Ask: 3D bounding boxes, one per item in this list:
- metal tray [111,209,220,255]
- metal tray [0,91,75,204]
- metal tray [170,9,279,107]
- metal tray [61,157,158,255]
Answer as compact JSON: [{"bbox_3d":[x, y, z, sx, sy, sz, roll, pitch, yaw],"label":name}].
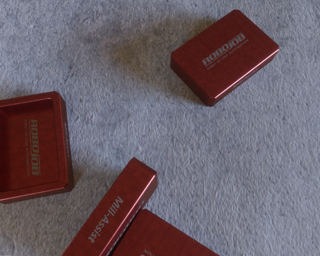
[{"bbox_3d":[0.011,0.163,0.346,0.130,0.030,0.090,30,72,10],"label":"metal tray"},{"bbox_3d":[-0.164,0.023,0.395,0.091,0.030,0.129,-10,70,-4],"label":"metal tray"},{"bbox_3d":[0.091,-0.102,0.444,0.131,0.030,0.090,-37,75,-13],"label":"metal tray"},{"bbox_3d":[-0.051,0.101,0.335,0.030,0.090,0.130,32,73,11],"label":"metal tray"}]
